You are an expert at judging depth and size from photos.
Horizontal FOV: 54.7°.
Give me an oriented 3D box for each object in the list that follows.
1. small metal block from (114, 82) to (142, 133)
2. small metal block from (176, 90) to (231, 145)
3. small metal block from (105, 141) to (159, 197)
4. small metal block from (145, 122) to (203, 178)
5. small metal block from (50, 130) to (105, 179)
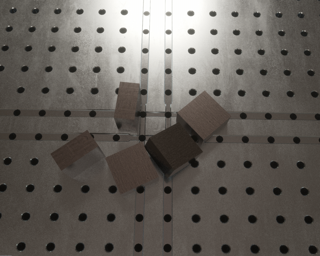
[{"bbox_3d":[-0.041,-0.026,0.408,0.025,0.050,0.050,6,70,2],"label":"small metal block"},{"bbox_3d":[0.058,-0.014,0.417,0.050,0.025,0.050,-39,75,-13],"label":"small metal block"},{"bbox_3d":[-0.035,0.052,0.392,0.050,0.025,0.050,-24,72,-9],"label":"small metal block"},{"bbox_3d":[0.017,0.027,0.393,0.050,0.025,0.050,-28,71,-33],"label":"small metal block"},{"bbox_3d":[-0.100,0.034,0.385,0.050,0.050,0.025,-35,74,-12],"label":"small metal block"}]
